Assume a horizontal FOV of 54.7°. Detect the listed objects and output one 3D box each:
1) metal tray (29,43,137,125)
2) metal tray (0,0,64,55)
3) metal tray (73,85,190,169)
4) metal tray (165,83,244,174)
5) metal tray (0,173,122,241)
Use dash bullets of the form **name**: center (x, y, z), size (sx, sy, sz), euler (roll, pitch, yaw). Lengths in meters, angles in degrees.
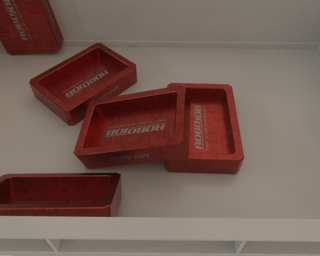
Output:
- **metal tray**: center (-0.109, -0.070, 0.458), size (0.090, 0.030, 0.131), euler (35, 58, 25)
- **metal tray**: center (-0.215, -0.176, 0.477), size (0.091, 0.129, 0.030), euler (-3, 50, 4)
- **metal tray**: center (-0.031, -0.001, 0.377), size (0.130, 0.030, 0.090), euler (-7, 49, 16)
- **metal tray**: center (0.054, -0.004, 0.405), size (0.091, 0.030, 0.130), euler (2, 50, 1)
- **metal tray**: center (-0.108, 0.073, 0.305), size (0.131, 0.030, 0.090), euler (0, 11, -1)
